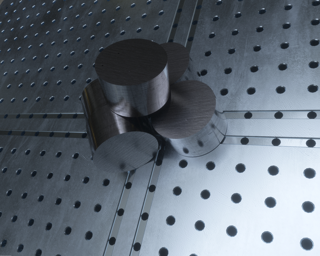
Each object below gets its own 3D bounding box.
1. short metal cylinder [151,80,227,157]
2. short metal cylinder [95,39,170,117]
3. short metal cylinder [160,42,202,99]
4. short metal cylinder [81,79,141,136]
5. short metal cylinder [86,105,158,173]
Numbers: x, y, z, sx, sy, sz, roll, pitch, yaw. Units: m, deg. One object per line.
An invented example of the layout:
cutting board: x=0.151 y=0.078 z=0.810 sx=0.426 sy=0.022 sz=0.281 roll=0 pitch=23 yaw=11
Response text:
short metal cylinder: x=0.036 y=-0.011 z=0.378 sx=0.080 sy=0.050 sz=0.080 roll=-13 pitch=56 yaw=20
short metal cylinder: x=-0.030 y=-0.059 z=0.360 sx=0.080 sy=0.050 sz=0.080 roll=-2 pitch=51 yaw=3
short metal cylinder: x=0.011 y=-0.071 z=0.427 sx=0.080 sy=0.050 sz=0.080 roll=-13 pitch=56 yaw=20
short metal cylinder: x=-0.062 y=-0.025 z=0.419 sx=0.080 sy=0.080 sz=0.050 roll=-30 pitch=52 yaw=9
short metal cylinder: x=-0.048 y=0.013 z=0.389 sx=0.080 sy=0.080 sz=0.050 roll=-30 pitch=52 yaw=9
